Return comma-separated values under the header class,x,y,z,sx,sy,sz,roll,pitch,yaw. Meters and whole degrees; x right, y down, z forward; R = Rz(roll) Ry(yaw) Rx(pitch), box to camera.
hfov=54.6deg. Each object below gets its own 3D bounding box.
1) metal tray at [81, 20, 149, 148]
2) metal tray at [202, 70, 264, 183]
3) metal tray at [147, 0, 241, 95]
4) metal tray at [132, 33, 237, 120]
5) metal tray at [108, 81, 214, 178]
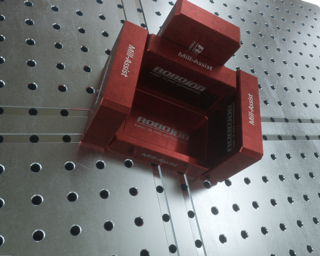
class,x,y,z,sx,sy,sz,roll,pitch,yaw
metal tray,-0.053,-0.052,0.369,0.030,0.090,0.130,20,54,-17
metal tray,0.094,-0.003,0.417,0.030,0.090,0.130,20,54,-17
metal tray,0.034,-0.097,0.417,0.090,0.129,0.030,21,54,-16
metal tray,0.025,-0.062,0.417,0.131,0.090,0.030,20,55,-17
metal tray,0.006,0.002,0.405,0.131,0.030,0.090,20,54,-17
